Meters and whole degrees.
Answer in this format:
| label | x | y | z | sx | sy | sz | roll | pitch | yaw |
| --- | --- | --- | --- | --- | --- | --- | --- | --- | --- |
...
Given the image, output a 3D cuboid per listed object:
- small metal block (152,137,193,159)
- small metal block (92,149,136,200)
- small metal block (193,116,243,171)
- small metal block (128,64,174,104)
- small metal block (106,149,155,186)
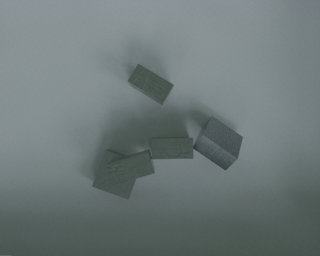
| label | x | y | z | sx | sy | sz | roll | pitch | yaw |
| --- | --- | --- | --- | --- | --- | --- | --- | --- | --- |
| small metal block | 0.015 | 0.025 | 0.399 | 0.050 | 0.050 | 0.025 | -1 | 90 | -1 |
| small metal block | -0.056 | 0.060 | 0.411 | 0.050 | 0.025 | 0.050 | 20 | 90 | -1 |
| small metal block | 0.075 | 0.018 | 0.397 | 0.050 | 0.050 | 0.025 | 35 | 127 | 0 |
| small metal block | -0.011 | -0.055 | 0.399 | 0.050 | 0.050 | 0.025 | 31 | 90 | -1 |
| small metal block | -0.034 | 0.046 | 0.374 | 0.050 | 0.050 | 0.025 | -16 | 90 | -1 |
